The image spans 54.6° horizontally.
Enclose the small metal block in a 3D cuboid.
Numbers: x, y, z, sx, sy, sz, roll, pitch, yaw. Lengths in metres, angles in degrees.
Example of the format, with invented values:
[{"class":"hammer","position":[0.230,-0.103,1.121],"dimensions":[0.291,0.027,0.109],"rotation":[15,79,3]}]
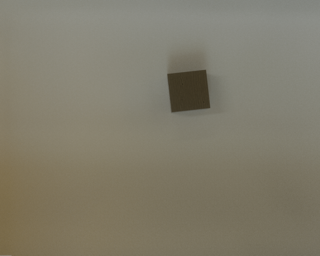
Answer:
[{"class":"small metal block","position":[0.037,-0.048,0.412],"dimensions":[0.050,0.025,0.050],"rotation":[-6,90,0]}]
